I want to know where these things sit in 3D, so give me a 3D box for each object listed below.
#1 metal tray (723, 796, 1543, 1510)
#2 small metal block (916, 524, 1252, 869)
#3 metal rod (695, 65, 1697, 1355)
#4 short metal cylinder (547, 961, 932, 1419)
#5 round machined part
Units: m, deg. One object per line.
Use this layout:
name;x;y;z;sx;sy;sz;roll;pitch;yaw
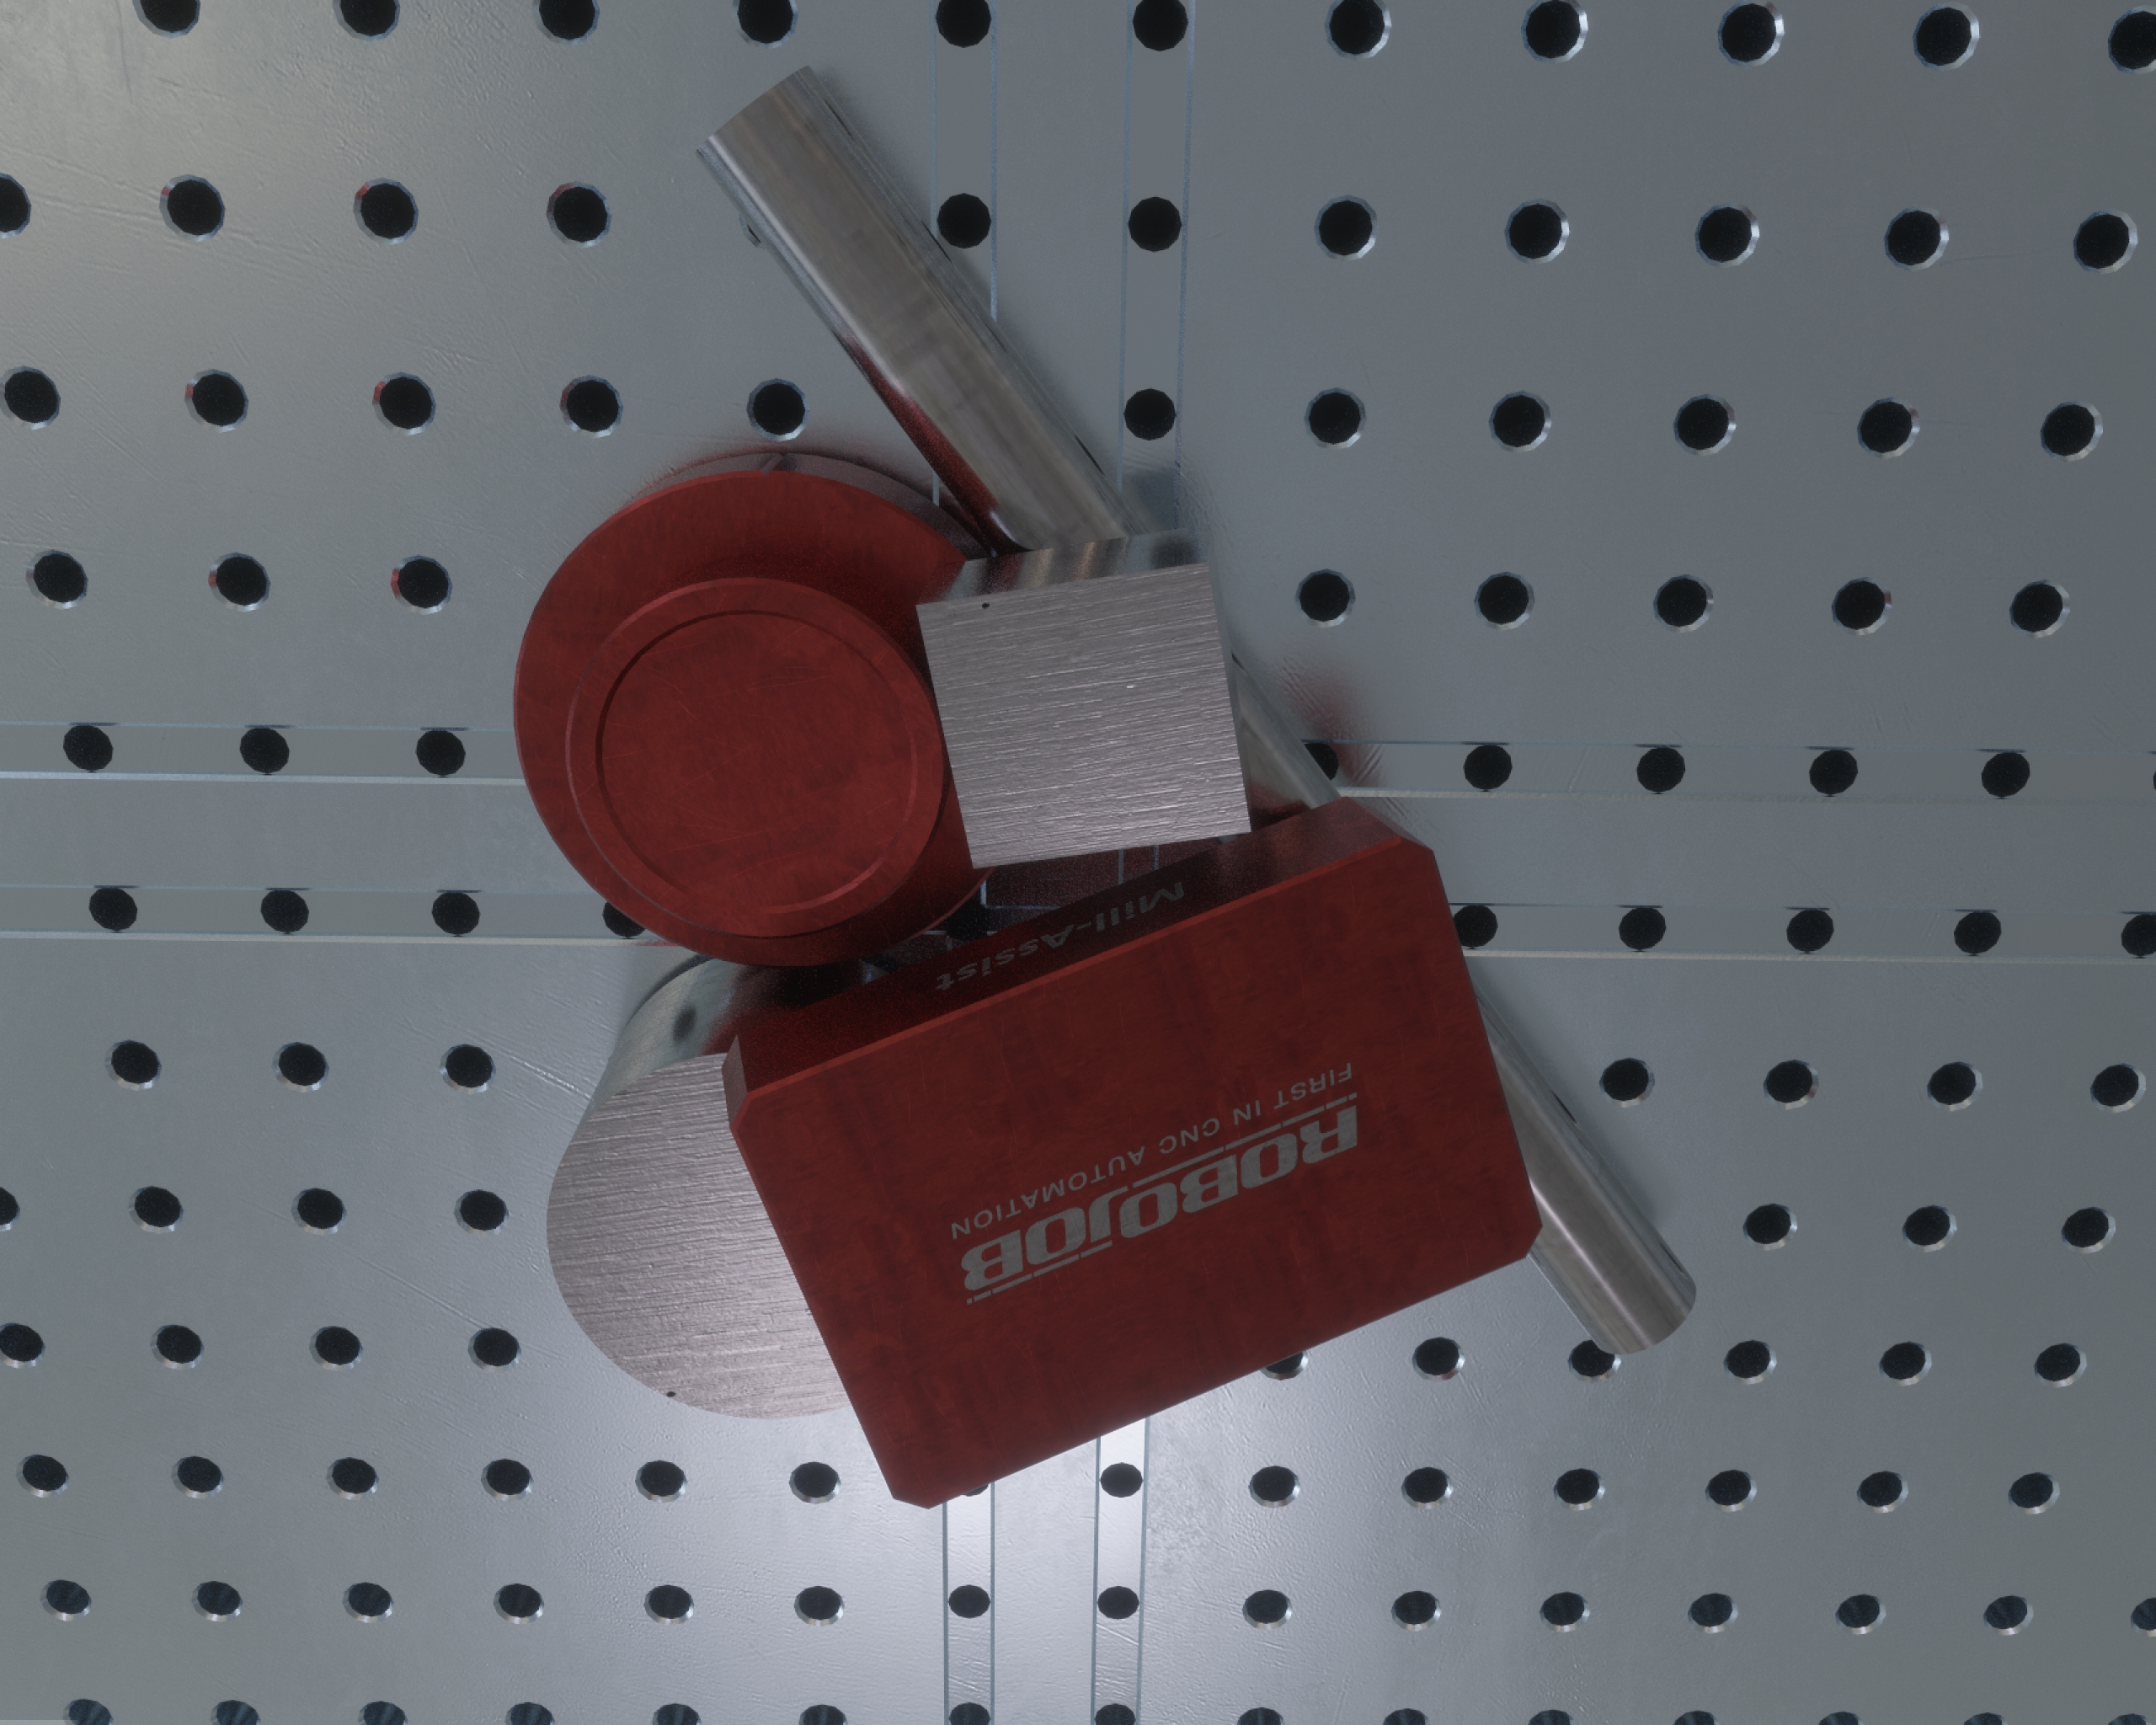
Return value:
metal tray;0.011;0.053;0.385;0.131;0.030;0.090;-21;110;-6
small metal block;0.003;-0.030;0.373;0.050;0.025;0.050;-8;113;8
metal rod;0.032;-0.017;0.403;0.025;0.025;0.300;-35;107;12
short metal cylinder;-0.060;0.063;0.418;0.081;0.050;0.079;0;110;0
round machined part;-0.057;-0.024;0.390;0.099;0.042;0.097;0;110;1
